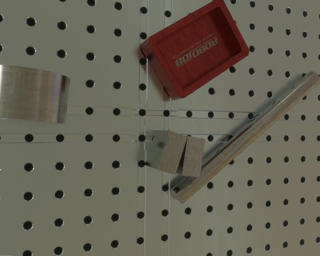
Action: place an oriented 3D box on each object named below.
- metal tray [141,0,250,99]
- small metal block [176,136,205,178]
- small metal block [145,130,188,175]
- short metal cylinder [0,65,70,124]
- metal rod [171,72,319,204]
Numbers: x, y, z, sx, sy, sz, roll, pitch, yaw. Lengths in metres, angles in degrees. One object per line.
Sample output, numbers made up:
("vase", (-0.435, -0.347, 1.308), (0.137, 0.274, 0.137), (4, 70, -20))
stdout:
("metal tray", (0.051, -0.109, 0.429), (0.131, 0.030, 0.090), (-35, 102, -17))
("small metal block", (0.034, 0.036, 0.413), (0.025, 0.050, 0.050), (10, 87, -20))
("small metal block", (0.007, 0.030, 0.403), (0.025, 0.050, 0.050), (20, 83, -19))
("short metal cylinder", (-0.140, -0.033, 0.332), (0.081, 0.080, 0.050), (6, 88, -20))
("metal rod", (0.138, 0.006, 0.465), (0.301, 0.025, 0.025), (-37, 103, -16))
